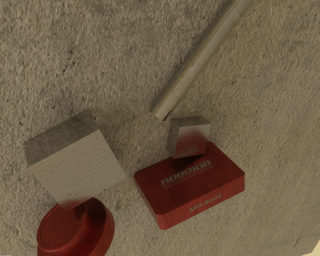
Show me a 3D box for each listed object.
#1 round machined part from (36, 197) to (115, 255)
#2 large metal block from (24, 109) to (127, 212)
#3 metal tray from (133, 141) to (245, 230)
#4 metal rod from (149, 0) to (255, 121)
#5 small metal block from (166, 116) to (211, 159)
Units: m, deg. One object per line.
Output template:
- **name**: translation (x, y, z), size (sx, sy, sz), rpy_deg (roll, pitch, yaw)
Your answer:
- **round machined part**: translation (-0.109, 0.126, 0.378), size (0.098, 0.098, 0.042), rpy_deg (-35, 129, -6)
- **large metal block**: translation (-0.097, 0.038, 0.361), size (0.080, 0.050, 0.080), rpy_deg (-29, 129, -10)
- **metal tray**: translation (0.040, 0.075, 0.432), size (0.131, 0.090, 0.030), rpy_deg (-22, 127, -15)
- **metal rod**: translation (0.084, -0.134, 0.369), size (0.025, 0.025, 0.299), rpy_deg (29, 102, -38)
- **small metal block**: translation (0.040, 0.012, 0.436), size (0.050, 0.025, 0.050), rpy_deg (-6, 121, -25)
